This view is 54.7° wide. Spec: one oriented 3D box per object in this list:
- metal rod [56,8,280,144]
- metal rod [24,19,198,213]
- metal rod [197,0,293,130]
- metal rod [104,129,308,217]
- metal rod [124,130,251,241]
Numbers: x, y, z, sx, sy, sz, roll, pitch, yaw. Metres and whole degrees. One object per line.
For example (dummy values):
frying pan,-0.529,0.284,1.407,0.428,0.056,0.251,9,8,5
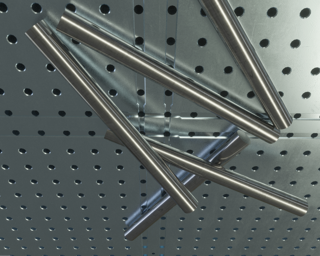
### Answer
metal rod,0.027,-0.050,0.369,0.302,0.025,0.025,25,125,-21
metal rod,-0.044,0.003,0.379,0.025,0.025,0.300,-29,115,22
metal rod,0.076,-0.100,0.327,0.025,0.025,0.300,-28,125,21
metal rod,0.068,0.060,0.432,0.302,0.025,0.025,22,127,-7
metal rod,0.030,0.106,0.502,0.025,0.025,0.298,28,125,-22
